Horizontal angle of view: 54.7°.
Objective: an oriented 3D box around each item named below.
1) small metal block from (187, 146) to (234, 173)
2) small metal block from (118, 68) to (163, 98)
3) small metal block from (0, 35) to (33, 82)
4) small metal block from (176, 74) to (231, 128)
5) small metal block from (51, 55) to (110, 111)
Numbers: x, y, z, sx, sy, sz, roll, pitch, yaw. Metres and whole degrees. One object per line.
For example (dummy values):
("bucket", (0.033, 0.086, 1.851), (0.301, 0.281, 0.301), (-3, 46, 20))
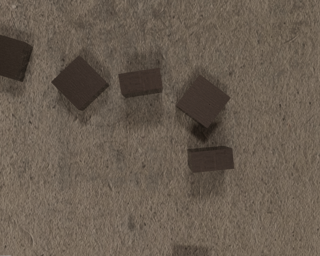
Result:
("small metal block", (0.063, 0.039, 0.398), (0.050, 0.050, 0.025), (-6, 90, -1))
("small metal block", (-0.023, -0.057, 0.397), (0.050, 0.050, 0.025), (-9, 90, 0))
("small metal block", (-0.203, -0.093, 0.407), (0.050, 0.025, 0.050), (16, 90, -1))
("small metal block", (0.056, -0.034, 0.411), (0.050, 0.025, 0.050), (37, 90, -1))
("small metal block", (-0.104, -0.058, 0.409), (0.050, 0.025, 0.050), (-44, 91, 0))
